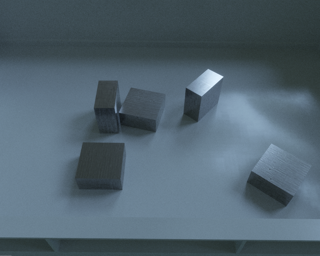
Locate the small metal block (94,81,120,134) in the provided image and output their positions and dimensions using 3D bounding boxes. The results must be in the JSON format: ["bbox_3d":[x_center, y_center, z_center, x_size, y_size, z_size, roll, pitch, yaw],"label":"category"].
[{"bbox_3d":[-0.068,-0.028,0.411,0.025,0.050,0.050,0,50,-1],"label":"small metal block"}]

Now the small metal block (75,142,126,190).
[{"bbox_3d":[-0.068,0.045,0.367,0.050,0.025,0.050,1,50,0],"label":"small metal block"}]

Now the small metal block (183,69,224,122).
[{"bbox_3d":[0.059,-0.045,0.427,0.025,0.050,0.050,34,57,24],"label":"small metal block"}]

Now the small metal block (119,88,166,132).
[{"bbox_3d":[-0.023,-0.026,0.426,0.050,0.025,0.050,12,51,9],"label":"small metal block"}]

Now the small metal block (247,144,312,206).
[{"bbox_3d":[0.139,0.054,0.362,0.050,0.025,0.050,32,57,23],"label":"small metal block"}]
